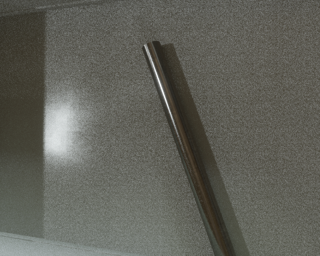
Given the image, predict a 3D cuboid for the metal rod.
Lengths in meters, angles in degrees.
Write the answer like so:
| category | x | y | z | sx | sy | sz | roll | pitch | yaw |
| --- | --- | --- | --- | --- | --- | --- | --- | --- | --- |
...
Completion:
| category | x | y | z | sx | sy | sz | roll | pitch | yaw |
| --- | --- | --- | --- | --- | --- | --- | --- | --- | --- |
| metal rod | 0.037 | 0.030 | 0.396 | 0.025 | 0.025 | 0.299 | -21 | 83 | 18 |
